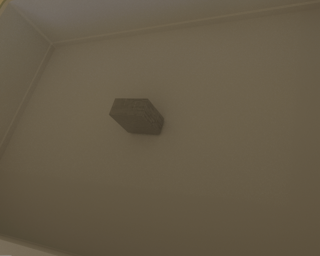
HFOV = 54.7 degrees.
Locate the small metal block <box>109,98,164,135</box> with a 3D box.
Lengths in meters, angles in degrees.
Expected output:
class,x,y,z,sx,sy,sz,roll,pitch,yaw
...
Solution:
class,x,y,z,sx,sy,sz,roll,pitch,yaw
small metal block,-0.030,-0.015,0.409,0.050,0.050,0.025,3,63,29
